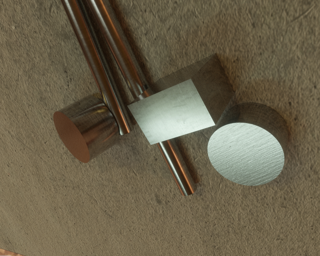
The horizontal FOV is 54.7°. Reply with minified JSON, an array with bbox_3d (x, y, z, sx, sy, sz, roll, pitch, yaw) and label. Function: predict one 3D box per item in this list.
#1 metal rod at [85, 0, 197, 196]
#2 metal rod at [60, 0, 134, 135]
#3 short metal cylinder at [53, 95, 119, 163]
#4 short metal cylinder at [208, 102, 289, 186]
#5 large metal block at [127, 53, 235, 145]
[{"bbox_3d":[-0.020,-0.040,0.392,0.025,0.025,0.299,-13,112,33],"label":"metal rod"},{"bbox_3d":[-0.096,-0.126,0.378,0.025,0.025,0.298,-6,116,31],"label":"metal rod"},{"bbox_3d":[-0.102,0.001,0.429,0.080,0.050,0.079,32,140,31],"label":"short metal cylinder"},{"bbox_3d":[0.100,0.018,0.349,0.080,0.050,0.079,13,124,21],"label":"short metal cylinder"},{"bbox_3d":[0.026,-0.032,0.338,0.080,0.080,0.050,-19,108,35],"label":"large metal block"}]
